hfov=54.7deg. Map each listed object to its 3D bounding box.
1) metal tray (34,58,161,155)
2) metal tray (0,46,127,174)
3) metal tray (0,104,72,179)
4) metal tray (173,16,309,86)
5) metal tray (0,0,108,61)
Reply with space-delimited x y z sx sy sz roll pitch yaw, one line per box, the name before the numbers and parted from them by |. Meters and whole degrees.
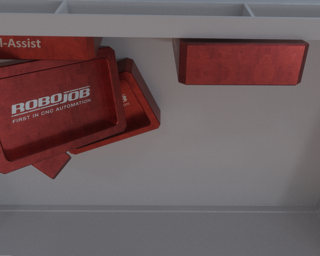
metal tray | -0.075 -0.022 0.385 0.130 0.030 0.090 -18 128 14
metal tray | -0.100 -0.023 0.294 0.131 0.030 0.089 -21 116 -33
metal tray | -0.166 0.009 0.357 0.130 0.030 0.090 12 151 53
metal tray | 0.059 -0.074 0.275 0.091 0.130 0.030 0 118 0
metal tray | -0.119 -0.096 0.282 0.131 0.090 0.030 1 128 -1
